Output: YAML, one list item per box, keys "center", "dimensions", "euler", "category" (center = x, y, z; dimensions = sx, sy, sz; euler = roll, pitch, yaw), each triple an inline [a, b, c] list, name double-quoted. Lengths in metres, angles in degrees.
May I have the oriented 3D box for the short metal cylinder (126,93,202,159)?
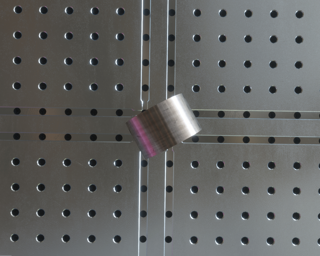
- center: [0.005, -0.002, 0.385]
  dimensions: [0.080, 0.080, 0.050]
  euler: [-28, 89, 0]
  category: "short metal cylinder"
